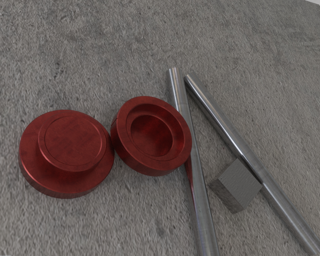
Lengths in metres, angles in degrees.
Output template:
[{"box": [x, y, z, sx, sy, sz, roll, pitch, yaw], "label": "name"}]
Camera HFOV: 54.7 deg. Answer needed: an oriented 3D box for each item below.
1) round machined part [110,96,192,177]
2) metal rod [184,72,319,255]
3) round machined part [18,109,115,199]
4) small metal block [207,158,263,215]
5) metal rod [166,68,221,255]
[{"box": [-0.014, 0.013, 0.375, 0.099, 0.042, 0.098, 16, 54, -23], "label": "round machined part"}, {"box": [0.126, 0.043, 0.445, 0.025, 0.025, 0.299, -26, 76, -37], "label": "metal rod"}, {"box": [-0.095, 0.021, 0.329, 0.099, 0.042, 0.098, 14, 56, -21], "label": "round machined part"}, {"box": [0.100, 0.077, 0.411, 0.050, 0.025, 0.050, 49, 51, 6], "label": "small metal block"}, {"box": [0.041, 0.048, 0.395, 0.025, 0.025, 0.299, 6, 59, -25], "label": "metal rod"}]
